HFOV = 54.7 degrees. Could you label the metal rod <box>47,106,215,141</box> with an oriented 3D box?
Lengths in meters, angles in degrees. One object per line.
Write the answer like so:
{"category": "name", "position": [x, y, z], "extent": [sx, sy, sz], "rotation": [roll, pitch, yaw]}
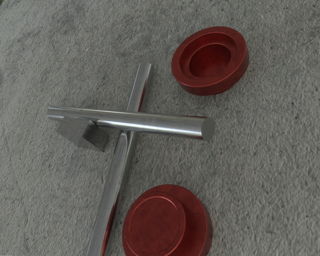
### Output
{"category": "metal rod", "position": [-0.063, -0.012, 0.413], "extent": [0.300, 0.025, 0.025], "rotation": [7, 65, 41]}

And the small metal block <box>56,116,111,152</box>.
{"category": "small metal block", "position": [-0.108, 0.009, 0.439], "extent": [0.050, 0.050, 0.025], "rotation": [8, 66, 32]}

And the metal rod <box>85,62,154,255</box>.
{"category": "metal rod", "position": [-0.049, 0.039, 0.405], "extent": [0.025, 0.025, 0.300], "rotation": [-2, 60, 27]}

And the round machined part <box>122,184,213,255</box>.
{"category": "round machined part", "position": [0.002, 0.106, 0.327], "extent": [0.098, 0.042, 0.098], "rotation": [-13, 56, 21]}

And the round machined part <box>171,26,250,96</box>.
{"category": "round machined part", "position": [0.068, -0.083, 0.408], "extent": [0.098, 0.042, 0.098], "rotation": [-13, 56, 21]}
